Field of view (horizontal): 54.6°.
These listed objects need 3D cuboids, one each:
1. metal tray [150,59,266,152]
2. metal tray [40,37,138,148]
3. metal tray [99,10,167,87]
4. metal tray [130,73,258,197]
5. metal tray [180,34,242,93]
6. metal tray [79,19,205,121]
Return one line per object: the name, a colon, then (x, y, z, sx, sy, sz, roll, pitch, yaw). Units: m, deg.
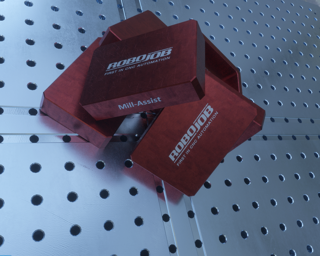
metal tray: (0.059, -0.024, 0.411, 0.130, 0.090, 0.030, 33, 51, -7)
metal tray: (-0.075, -0.049, 0.394, 0.090, 0.030, 0.130, 34, 51, -7)
metal tray: (-0.016, -0.116, 0.443, 0.090, 0.030, 0.131, 42, 37, -4)
metal tray: (0.037, 0.005, 0.363, 0.090, 0.130, 0.030, 34, 13, -6)
metal tray: (0.076, -0.080, 0.463, 0.130, 0.030, 0.090, 32, 48, -36)
metal tray: (-0.018, -0.062, 0.339, 0.030, 0.130, 0.090, 54, 33, -49)
